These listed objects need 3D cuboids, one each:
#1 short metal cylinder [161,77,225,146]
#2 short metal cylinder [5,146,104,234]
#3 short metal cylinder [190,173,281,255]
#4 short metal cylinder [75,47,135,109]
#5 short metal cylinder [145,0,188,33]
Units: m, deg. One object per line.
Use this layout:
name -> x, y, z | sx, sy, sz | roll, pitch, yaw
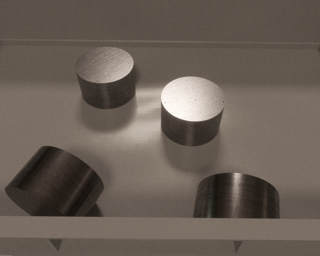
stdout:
short metal cylinder -> 0.042, -0.023, 0.408 | 0.081, 0.050, 0.080 | 0, 50, 0
short metal cylinder -> -0.105, 0.063, 0.315 | 0.080, 0.080, 0.050 | 19, 53, 15
short metal cylinder -> 0.073, 0.086, 0.298 | 0.080, 0.080, 0.050 | 10, 51, 7
short metal cylinder -> -0.077, -0.073, 0.449 | 0.081, 0.050, 0.080 | 0, 50, 0
short metal cylinder -> 0.012, -0.221, 0.577 | 0.081, 0.050, 0.080 | 0, 50, 0
